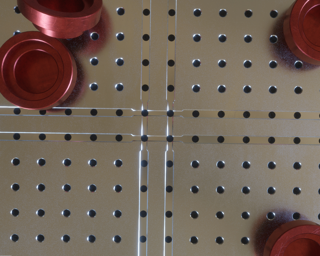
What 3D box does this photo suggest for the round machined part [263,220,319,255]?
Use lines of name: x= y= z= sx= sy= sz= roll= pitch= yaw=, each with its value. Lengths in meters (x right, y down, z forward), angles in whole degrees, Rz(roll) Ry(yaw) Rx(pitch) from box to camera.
round machined part: x=0.184 y=0.169 z=0.406 sx=0.099 sy=0.042 sz=0.097 roll=0 pitch=90 yaw=0

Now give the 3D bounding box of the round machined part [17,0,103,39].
round machined part: x=-0.124 y=-0.150 z=0.388 sx=0.099 sy=0.042 sz=0.098 roll=11 pitch=50 yaw=-13

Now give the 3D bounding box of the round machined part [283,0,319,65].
round machined part: x=0.210 y=-0.131 z=0.406 sx=0.099 sy=0.042 sz=0.097 roll=0 pitch=90 yaw=0

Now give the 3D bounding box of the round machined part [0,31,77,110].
round machined part: x=-0.157 y=-0.072 z=0.404 sx=0.099 sy=0.042 sz=0.097 roll=0 pitch=90 yaw=0
